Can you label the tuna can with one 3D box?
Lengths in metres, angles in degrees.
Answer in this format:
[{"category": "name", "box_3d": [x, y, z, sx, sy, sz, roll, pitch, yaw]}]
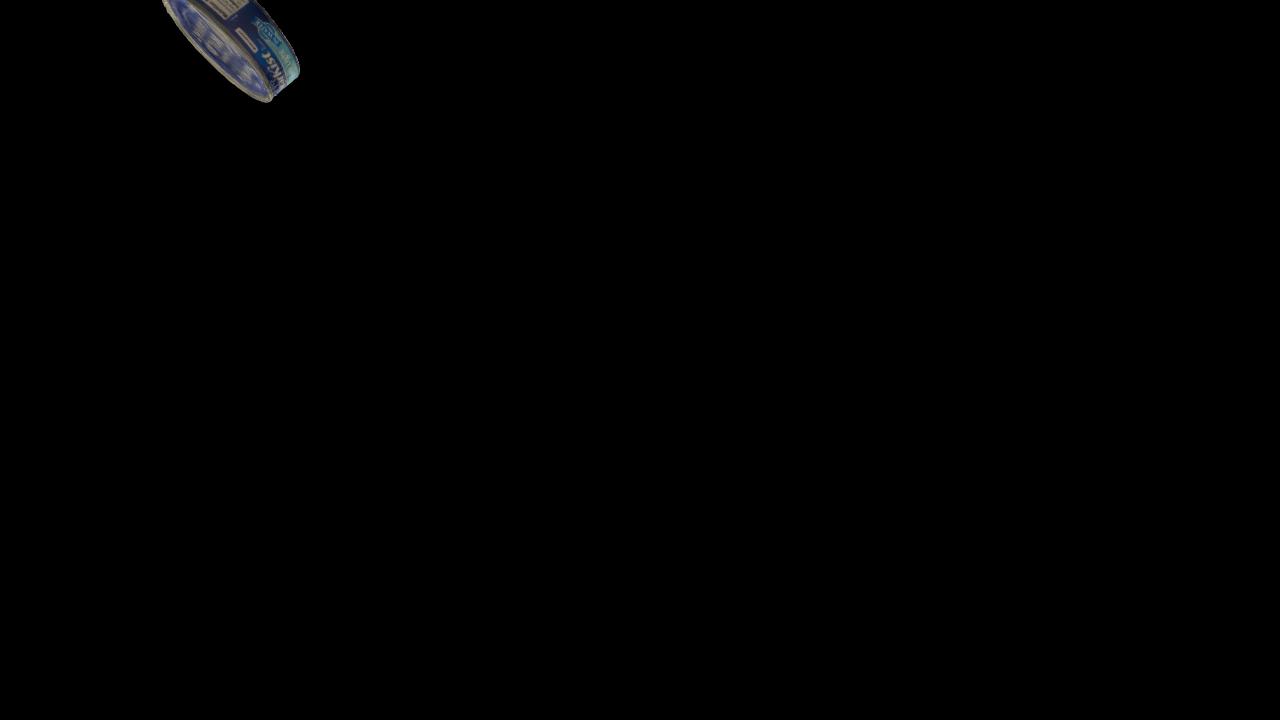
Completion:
[{"category": "tuna can", "box_3d": [-0.288, -0.230, 0.438, 0.084, 0.034, 0.084, 31, -20, 13]}]
